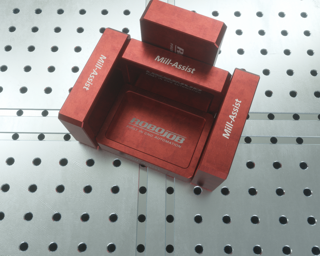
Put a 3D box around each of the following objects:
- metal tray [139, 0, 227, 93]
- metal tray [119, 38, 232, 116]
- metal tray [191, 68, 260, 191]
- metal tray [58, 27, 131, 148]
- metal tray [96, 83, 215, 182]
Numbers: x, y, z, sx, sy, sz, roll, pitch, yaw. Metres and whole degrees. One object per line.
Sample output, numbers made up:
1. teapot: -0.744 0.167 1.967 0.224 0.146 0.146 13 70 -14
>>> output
1. metal tray: 0.025 -0.093 0.389 0.090 0.130 0.030 21 72 7
2. metal tray: 0.017 -0.058 0.398 0.130 0.090 0.030 21 72 7
3. metal tray: 0.078 0.005 0.375 0.030 0.090 0.130 21 71 7
4. metal tray: -0.074 -0.048 0.394 0.030 0.090 0.130 21 71 7
5. metal tray: -0.005 0.005 0.407 0.130 0.030 0.090 21 71 7
